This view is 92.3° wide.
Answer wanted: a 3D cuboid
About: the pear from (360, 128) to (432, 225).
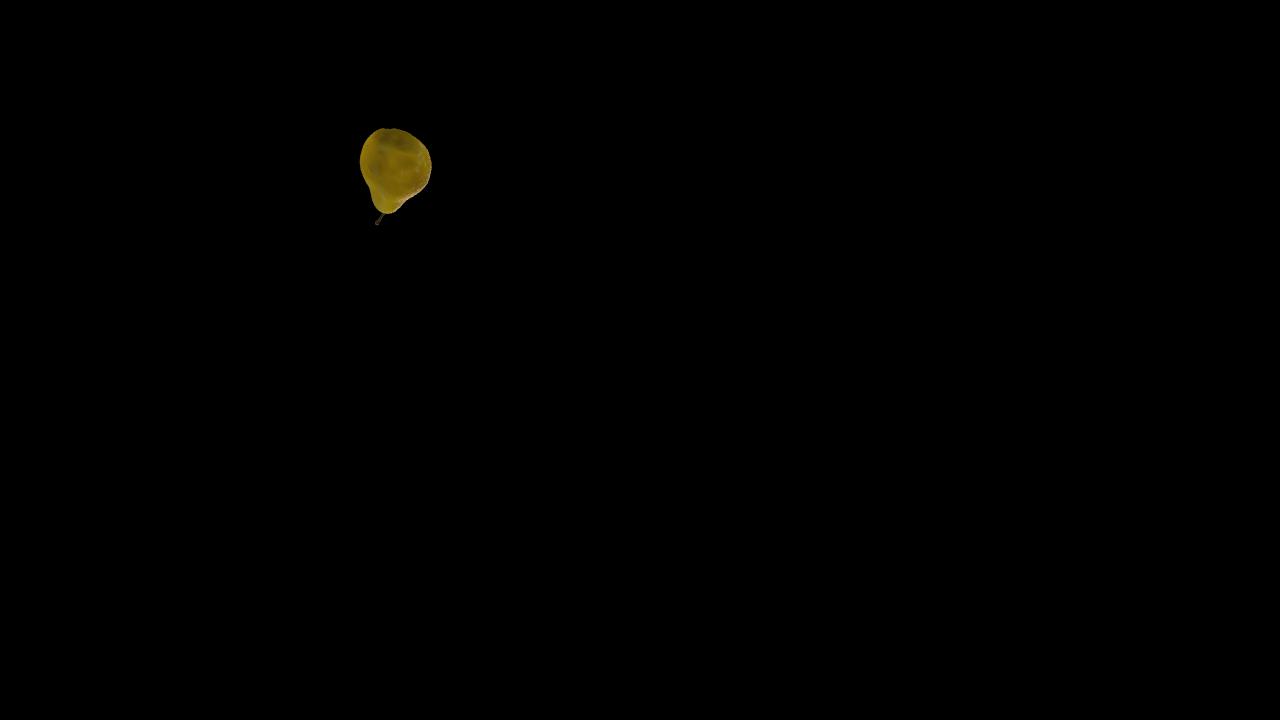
[{"bbox_3d":[-0.279,-0.202,0.696,0.080,0.080,0.111,0,-34,-30],"label":"pear"}]
